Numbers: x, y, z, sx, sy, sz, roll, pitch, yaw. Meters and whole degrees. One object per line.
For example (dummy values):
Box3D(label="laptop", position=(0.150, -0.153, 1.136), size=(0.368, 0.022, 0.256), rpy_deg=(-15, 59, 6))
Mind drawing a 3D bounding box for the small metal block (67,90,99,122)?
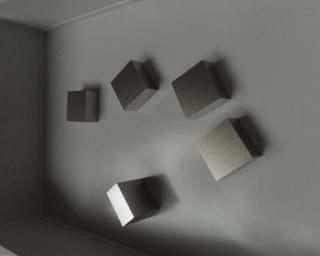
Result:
Box3D(label="small metal block", position=(-0.127, -0.035, 0.509), size=(0.050, 0.025, 0.050), rpy_deg=(4, 92, 39))

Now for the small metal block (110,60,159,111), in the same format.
Box3D(label="small metal block", position=(-0.037, -0.059, 0.435), size=(0.050, 0.025, 0.050), rpy_deg=(-41, 65, 32))

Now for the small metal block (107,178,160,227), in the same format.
Box3D(label="small metal block", position=(-0.036, 0.099, 0.418), size=(0.025, 0.050, 0.050), rpy_deg=(-46, 63, 30))

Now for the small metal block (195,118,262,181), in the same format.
Box3D(label="small metal block", position=(0.075, 0.024, 0.344), size=(0.050, 0.025, 0.050), rpy_deg=(-41, 65, 32))

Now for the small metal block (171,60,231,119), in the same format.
Box3D(label="small metal block", position=(0.047, -0.044, 0.366), size=(0.050, 0.025, 0.050), rpy_deg=(-32, 70, 35))
